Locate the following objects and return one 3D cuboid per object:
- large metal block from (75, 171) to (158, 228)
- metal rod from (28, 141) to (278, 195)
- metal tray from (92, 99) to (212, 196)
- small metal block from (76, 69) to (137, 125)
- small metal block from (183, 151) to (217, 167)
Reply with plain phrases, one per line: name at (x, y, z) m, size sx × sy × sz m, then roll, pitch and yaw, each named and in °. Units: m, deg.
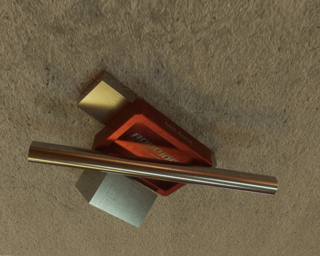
large metal block at (-0.063, 0.087, 0.435) m, size 0.080 × 0.080 × 0.050 m, roll 36°, pitch 80°, yaw -27°
metal rod at (-0.001, 0.051, 0.380) m, size 0.302 × 0.025 × 0.025 m, roll 9°, pitch 130°, yaw -9°
metal tray at (-0.008, 0.031, 0.398) m, size 0.130 × 0.030 × 0.090 m, roll 36°, pitch 121°, yaw -27°
small metal block at (-0.064, -0.034, 0.378) m, size 0.050 × 0.025 × 0.050 m, roll -38°, pitch 121°, yaw 27°
small metal block at (0.046, 0.049, 0.451) m, size 0.050 × 0.025 × 0.050 m, roll 31°, pitch 123°, yaw -24°
